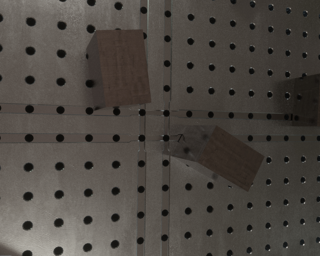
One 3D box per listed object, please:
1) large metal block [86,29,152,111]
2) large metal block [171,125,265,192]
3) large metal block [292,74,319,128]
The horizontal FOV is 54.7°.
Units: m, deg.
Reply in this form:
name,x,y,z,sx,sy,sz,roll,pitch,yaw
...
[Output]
name,x,y,z,sx,sy,sz,roll,pitch,yaw
large metal block,-0.051,-0.064,0.365,0.050,0.080,0.079,-8,93,-20
large metal block,0.074,0.038,0.412,0.080,0.080,0.050,31,80,-18
large metal block,0.266,-0.039,0.500,0.081,0.050,0.080,4,89,-20
